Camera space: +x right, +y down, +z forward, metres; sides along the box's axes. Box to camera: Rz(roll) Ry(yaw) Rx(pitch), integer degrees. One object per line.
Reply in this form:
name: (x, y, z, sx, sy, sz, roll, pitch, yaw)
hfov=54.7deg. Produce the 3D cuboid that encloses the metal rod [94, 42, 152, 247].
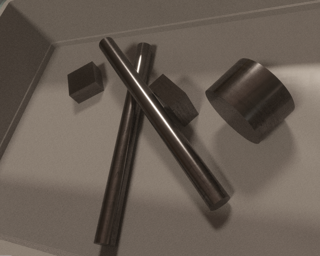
metal rod: (-0.044, 0.003, 0.425, 0.025, 0.025, 0.299, -6, 59, 25)

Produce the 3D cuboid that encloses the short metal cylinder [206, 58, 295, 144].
short metal cylinder: (0.096, -0.029, 0.337, 0.050, 0.080, 0.080, -43, 51, -2)

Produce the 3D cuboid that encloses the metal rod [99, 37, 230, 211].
metal rod: (-0.010, -0.025, 0.402, 0.025, 0.025, 0.300, -37, 58, 3)

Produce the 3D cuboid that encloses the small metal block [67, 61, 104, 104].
small metal block: (-0.124, -0.076, 0.515, 0.050, 0.025, 0.050, -26, 53, 12)

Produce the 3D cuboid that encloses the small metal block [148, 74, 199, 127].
small metal block: (0.018, -0.036, 0.401, 0.025, 0.050, 0.050, -42, 51, -1)
